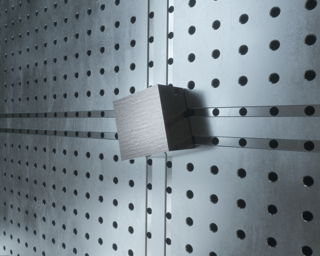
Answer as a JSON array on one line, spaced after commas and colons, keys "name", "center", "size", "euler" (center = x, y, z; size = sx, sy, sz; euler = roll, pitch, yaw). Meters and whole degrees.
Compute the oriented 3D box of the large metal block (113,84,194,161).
[{"name": "large metal block", "center": [-0.010, -0.005, 0.401], "size": [0.080, 0.050, 0.080], "euler": [-15, 81, 39]}]
